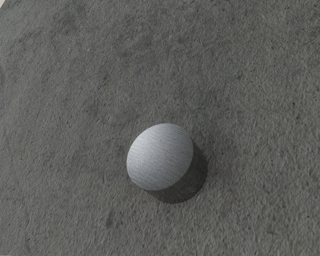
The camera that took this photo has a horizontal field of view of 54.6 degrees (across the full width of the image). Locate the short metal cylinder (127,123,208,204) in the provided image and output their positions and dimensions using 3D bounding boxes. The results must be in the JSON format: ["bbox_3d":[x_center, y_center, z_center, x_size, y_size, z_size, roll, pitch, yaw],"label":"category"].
[{"bbox_3d":[0.009,0.041,0.359,0.080,0.050,0.080,-13,56,21],"label":"short metal cylinder"}]
